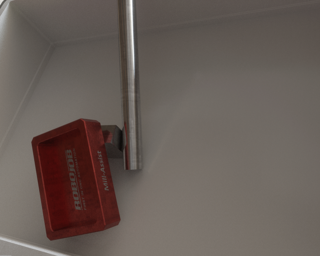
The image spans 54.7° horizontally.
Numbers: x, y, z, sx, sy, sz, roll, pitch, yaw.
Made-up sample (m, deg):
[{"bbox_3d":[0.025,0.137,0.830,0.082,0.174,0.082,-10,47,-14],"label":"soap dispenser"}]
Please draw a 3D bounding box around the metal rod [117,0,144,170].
[{"bbox_3d":[-0.041,-0.097,0.403,0.025,0.025,0.298,-5,85,25],"label":"metal rod"}]

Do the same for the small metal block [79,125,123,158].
[{"bbox_3d":[-0.070,0.019,0.413,0.050,0.050,0.025,-1,61,27],"label":"small metal block"}]

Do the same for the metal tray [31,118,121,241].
[{"bbox_3d":[-0.105,0.063,0.379,0.090,0.030,0.129,-19,78,25],"label":"metal tray"}]
